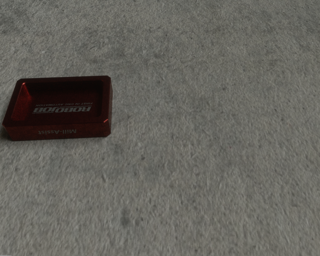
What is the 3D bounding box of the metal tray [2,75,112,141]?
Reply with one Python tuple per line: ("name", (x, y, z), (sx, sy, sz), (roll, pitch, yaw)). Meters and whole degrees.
("metal tray", (-0.133, -0.029, 0.422), (0.131, 0.030, 0.090), (-3, 50, -3))
